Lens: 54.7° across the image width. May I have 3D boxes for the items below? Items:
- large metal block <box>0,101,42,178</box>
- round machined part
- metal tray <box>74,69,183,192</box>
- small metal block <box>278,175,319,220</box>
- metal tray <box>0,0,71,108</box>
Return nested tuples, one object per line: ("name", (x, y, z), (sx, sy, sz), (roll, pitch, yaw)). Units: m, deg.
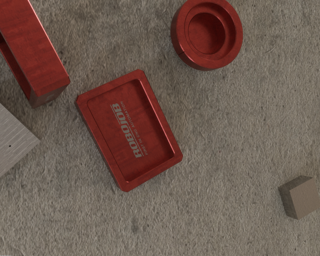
("large metal block", (-0.187, 0.013, 0.327), (0.080, 0.050, 0.080), (-46, 104, -14))
("round machined part", (0.059, -0.126, 0.422), (0.099, 0.042, 0.097), (0, 90, -20))
("metal tray", (-0.038, 0.003, 0.392), (0.091, 0.030, 0.129), (-28, 99, -18))
("small metal block", (0.222, 0.109, 0.491), (0.050, 0.025, 0.050), (-21, 97, -19))
("metal tray", (-0.131, -0.070, 0.304), (0.030, 0.130, 0.090), (-30, 100, -22))
